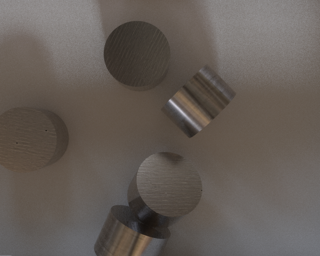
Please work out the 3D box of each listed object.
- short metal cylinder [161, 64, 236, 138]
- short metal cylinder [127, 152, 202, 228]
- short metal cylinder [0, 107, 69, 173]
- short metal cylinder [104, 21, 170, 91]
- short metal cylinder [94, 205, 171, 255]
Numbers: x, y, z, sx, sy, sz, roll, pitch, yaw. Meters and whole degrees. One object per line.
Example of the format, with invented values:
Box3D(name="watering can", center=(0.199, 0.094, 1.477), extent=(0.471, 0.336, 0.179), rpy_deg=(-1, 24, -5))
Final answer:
Box3D(name="short metal cylinder", center=(0.047, -0.033, 0.385), extent=(0.080, 0.080, 0.050), rpy_deg=(-45, 91, 0))
Box3D(name="short metal cylinder", center=(0.005, 0.076, 0.380), extent=(0.081, 0.050, 0.080), rpy_deg=(10, 56, -14))
Box3D(name="short metal cylinder", center=(-0.165, 0.014, 0.397), extent=(0.081, 0.050, 0.079), rpy_deg=(0, 90, -1))
Box3D(name="short metal cylinder", center=(-0.028, -0.090, 0.399), extent=(0.081, 0.050, 0.079), rpy_deg=(0, 90, -1))
Box3D(name="short metal cylinder", center=(-0.034, 0.137, 0.383), extent=(0.080, 0.080, 0.050), rpy_deg=(24, 91, -1))
